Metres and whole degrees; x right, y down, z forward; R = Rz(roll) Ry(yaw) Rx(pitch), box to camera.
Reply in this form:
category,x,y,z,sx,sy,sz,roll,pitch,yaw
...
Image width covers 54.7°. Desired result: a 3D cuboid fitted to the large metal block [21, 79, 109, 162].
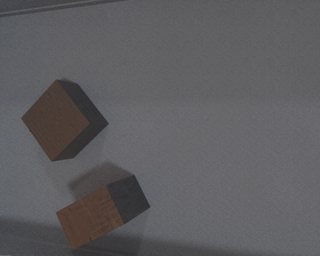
category,x,y,z,sx,sy,sz,roll,pitch,yaw
large metal block,-0.136,-0.010,0.445,0.080,0.050,0.080,-43,77,15

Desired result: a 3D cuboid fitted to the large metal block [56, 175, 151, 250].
category,x,y,z,sx,sy,sz,roll,pitch,yaw
large metal block,-0.071,0.107,0.406,0.080,0.080,0.050,-30,80,17
